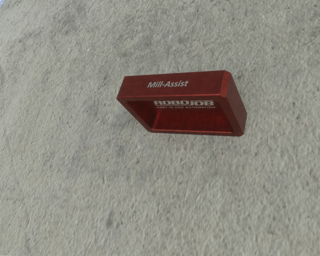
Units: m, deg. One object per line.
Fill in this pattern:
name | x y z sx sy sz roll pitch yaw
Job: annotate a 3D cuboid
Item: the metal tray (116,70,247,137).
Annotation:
metal tray | 0.027 -0.026 0.364 0.130 0.090 0.030 2 63 29
